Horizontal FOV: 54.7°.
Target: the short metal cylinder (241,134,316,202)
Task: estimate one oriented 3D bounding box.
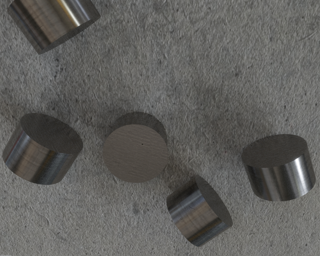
[{"bbox_3d":[0.152,0.049,0.400,0.080,0.080,0.050,-20,109,7],"label":"short metal cylinder"}]

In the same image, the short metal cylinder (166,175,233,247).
[{"bbox_3d":[0.054,0.112,0.422,0.050,0.080,0.080,-39,106,13],"label":"short metal cylinder"}]

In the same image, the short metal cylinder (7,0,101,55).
[{"bbox_3d":[-0.112,-0.122,0.334,0.080,0.080,0.050,-29,108,10],"label":"short metal cylinder"}]

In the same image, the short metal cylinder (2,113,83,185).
[{"bbox_3d":[-0.145,0.025,0.388,0.080,0.080,0.050,32,107,-11],"label":"short metal cylinder"}]

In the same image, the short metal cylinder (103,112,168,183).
[{"bbox_3d":[-0.030,0.024,0.405,0.081,0.050,0.079,0,110,0],"label":"short metal cylinder"}]
